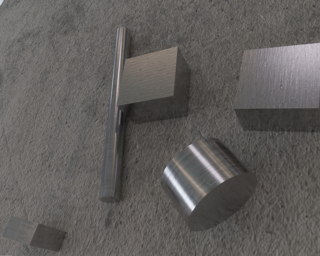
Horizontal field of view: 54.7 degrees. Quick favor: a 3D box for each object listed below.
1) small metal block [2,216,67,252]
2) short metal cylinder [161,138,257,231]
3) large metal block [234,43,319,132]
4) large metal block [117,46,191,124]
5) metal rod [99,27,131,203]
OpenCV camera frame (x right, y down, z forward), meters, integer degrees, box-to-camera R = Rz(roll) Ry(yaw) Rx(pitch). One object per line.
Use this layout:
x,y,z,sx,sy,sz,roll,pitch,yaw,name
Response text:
-0.156,0.133,0.388,0.050,0.050,0.025,2,63,29,small metal block
0.048,0.056,0.309,0.080,0.080,0.050,-40,51,1,short metal cylinder
0.134,-0.043,0.344,0.080,0.050,0.080,1,62,28,large metal block
-0.006,-0.057,0.426,0.080,0.050,0.080,-8,58,24,large metal block
-0.063,-0.039,0.460,0.025,0.025,0.299,-14,56,21,metal rod
